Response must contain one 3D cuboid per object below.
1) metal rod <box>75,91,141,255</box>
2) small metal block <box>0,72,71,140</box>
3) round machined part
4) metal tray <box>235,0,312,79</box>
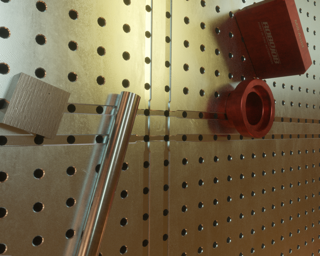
[{"bbox_3d":[-0.071,0.102,0.349,0.025,0.025,0.299,23,76,-38],"label":"metal rod"},{"bbox_3d":[-0.124,-0.020,0.305,0.050,0.025,0.050,24,75,-37],"label":"small metal block"},{"bbox_3d":[0.149,-0.033,0.523,0.099,0.042,0.097,0,90,-40],"label":"round machined part"},{"bbox_3d":[0.193,-0.151,0.527,0.030,0.090,0.130,-42,116,-32],"label":"metal tray"}]
